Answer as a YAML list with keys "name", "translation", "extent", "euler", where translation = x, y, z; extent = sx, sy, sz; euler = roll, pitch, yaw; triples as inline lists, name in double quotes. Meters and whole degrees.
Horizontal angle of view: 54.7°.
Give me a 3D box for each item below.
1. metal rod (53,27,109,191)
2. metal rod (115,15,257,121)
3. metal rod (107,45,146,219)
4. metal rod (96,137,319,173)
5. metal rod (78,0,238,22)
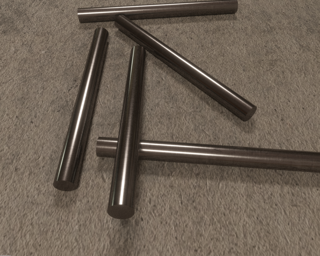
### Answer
- name: "metal rod"
  translation: [-0.104, -0.050, 0.443]
  extent: [0.025, 0.025, 0.300]
  euler: [1, 50, 0]
- name: "metal rod"
  translation: [0.025, -0.107, 0.493]
  extent: [0.025, 0.025, 0.300]
  euler: [-33, 58, -25]
- name: "metal rod"
  translation: [-0.036, -0.023, 0.396]
  extent: [0.025, 0.025, 0.300]
  euler: [0, 42, 0]
- name: "metal rod"
  translation: [0.075, 0.033, 0.376]
  extent: [0.302, 0.025, 0.025]
  euler: [4, 50, 3]
- name: "metal rod"
  translation: [-0.002, -0.224, 0.591]
  extent: [0.302, 0.025, 0.025]
  euler: [-5, 50, -5]
